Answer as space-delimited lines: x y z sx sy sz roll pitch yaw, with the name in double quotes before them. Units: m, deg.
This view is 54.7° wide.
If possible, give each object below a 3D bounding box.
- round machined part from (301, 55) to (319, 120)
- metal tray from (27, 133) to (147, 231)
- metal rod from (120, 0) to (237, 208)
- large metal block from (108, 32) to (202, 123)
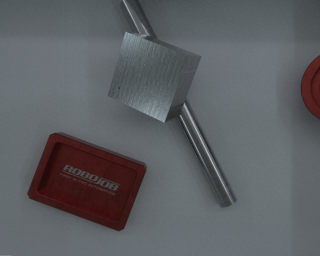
"round machined part" 0.235 -0.051 0.392 0.098 0.042 0.097 1 91 30
"metal tray" -0.093 0.069 0.407 0.131 0.030 0.090 21 90 -1
"metal rod" 0.025 -0.034 0.411 0.025 0.025 0.299 -26 90 0
"large metal block" -0.007 -0.063 0.376 0.080 0.050 0.079 26 111 17
